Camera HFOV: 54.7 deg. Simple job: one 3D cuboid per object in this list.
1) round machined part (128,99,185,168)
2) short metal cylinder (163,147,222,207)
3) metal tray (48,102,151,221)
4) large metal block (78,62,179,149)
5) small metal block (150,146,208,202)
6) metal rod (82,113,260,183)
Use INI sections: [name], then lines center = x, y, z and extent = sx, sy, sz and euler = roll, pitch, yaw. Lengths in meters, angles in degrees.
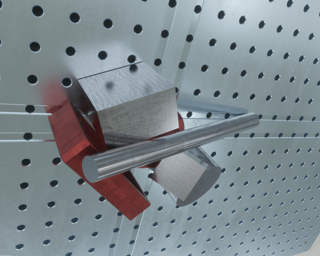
[round machined part]
center = -0.010, 0.014, 0.408
extent = 0.099, 0.042, 0.097
euler = -14, 125, -21
[short metal cylinder]
center = 0.041, 0.067, 0.445
extent = 0.081, 0.050, 0.080
euler = -29, 147, -21
[metal tray]
center = -0.068, 0.040, 0.357
extent = 0.030, 0.090, 0.130
euler = -38, 130, -3
[large metal block]
center = -0.035, -0.027, 0.339
extent = 0.081, 0.080, 0.050
euler = -20, 126, -17
[small metal block]
center = 0.024, 0.054, 0.387
extent = 0.050, 0.050, 0.025
euler = -58, 170, 11
[metal rod]
center = 0.042, 0.012, 0.382
extent = 0.302, 0.025, 0.025
euler = -13, 127, -45
